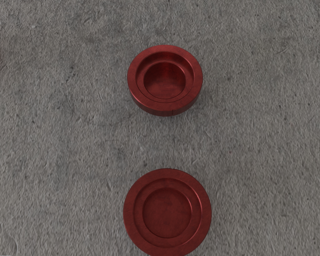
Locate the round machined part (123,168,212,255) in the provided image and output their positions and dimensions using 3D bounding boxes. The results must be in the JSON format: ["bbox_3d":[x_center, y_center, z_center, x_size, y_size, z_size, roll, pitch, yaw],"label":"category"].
[{"bbox_3d":[0.008,0.099,0.363,0.099,0.042,0.098,0,70,0],"label":"round machined part"}]

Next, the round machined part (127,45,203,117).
[{"bbox_3d":[0.007,-0.060,0.421,0.099,0.042,0.098,0,70,0],"label":"round machined part"}]
